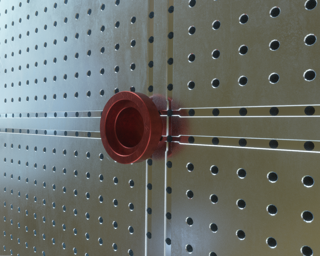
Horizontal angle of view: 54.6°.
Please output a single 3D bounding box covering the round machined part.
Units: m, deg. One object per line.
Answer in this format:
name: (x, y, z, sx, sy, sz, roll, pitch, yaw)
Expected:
round machined part: (-0.035, -0.001, 0.429, 0.098, 0.042, 0.097, 0, 90, 40)
